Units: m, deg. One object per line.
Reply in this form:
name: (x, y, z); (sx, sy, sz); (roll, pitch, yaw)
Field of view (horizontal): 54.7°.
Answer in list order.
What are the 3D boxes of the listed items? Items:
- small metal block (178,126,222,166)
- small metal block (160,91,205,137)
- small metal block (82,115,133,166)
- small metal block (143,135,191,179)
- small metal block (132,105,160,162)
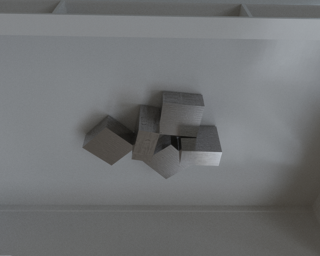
small metal block: (0.051, 0.022, 0.410); (0.050, 0.050, 0.025); (2, 130, -3)
small metal block: (0.025, -0.017, 0.393); (0.050, 0.025, 0.050); (5, 130, -5)
small metal block: (-0.068, 0.018, 0.421); (0.050, 0.025, 0.050); (-37, 122, 27)
small metal block: (0.012, 0.040, 0.441); (0.050, 0.025, 0.050); (-33, 123, 24)
small metal block: (-0.018, 0.007, 0.395); (0.025, 0.050, 0.050); (10, 129, -9)
